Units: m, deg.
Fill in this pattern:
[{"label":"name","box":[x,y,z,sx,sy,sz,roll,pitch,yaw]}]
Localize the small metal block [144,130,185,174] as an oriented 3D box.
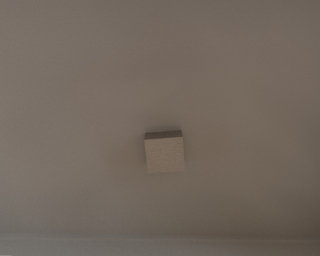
[{"label":"small metal block","box":[0.007,0.032,0.423,0.050,0.025,0.050,-5,110,1]}]
